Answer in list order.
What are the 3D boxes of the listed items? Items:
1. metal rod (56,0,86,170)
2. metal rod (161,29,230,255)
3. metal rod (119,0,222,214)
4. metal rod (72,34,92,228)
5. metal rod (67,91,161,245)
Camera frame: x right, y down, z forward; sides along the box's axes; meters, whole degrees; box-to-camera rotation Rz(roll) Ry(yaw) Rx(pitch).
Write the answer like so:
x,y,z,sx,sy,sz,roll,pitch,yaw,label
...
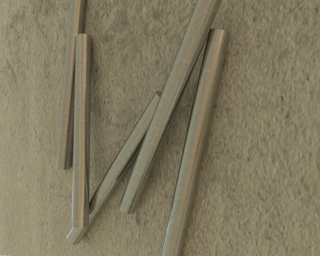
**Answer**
x,y,z,sx,sy,sz,roll,pitch,yaw,label
-0.152,-0.077,0.527,0.025,0.025,0.298,11,97,39,metal rod
0.038,0.036,0.371,0.025,0.025,0.298,18,101,38,metal rod
0.004,-0.013,0.383,0.025,0.025,0.298,38,118,33,metal rod
-0.122,-0.001,0.483,0.025,0.025,0.298,-8,79,39,metal rod
-0.070,0.072,0.459,0.025,0.025,0.298,48,118,29,metal rod
